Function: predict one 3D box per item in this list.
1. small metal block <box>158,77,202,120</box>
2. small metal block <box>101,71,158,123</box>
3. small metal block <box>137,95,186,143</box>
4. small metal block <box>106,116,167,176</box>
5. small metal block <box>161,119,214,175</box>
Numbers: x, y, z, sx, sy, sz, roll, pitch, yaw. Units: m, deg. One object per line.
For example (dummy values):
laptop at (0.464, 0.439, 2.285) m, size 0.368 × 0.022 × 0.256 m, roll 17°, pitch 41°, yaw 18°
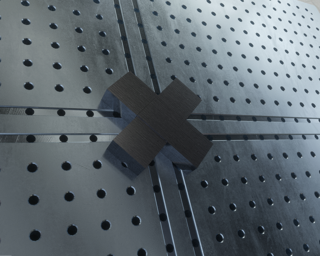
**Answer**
small metal block at (0.025, -0.037, 0.445) m, size 0.050 × 0.025 × 0.050 m, roll 42°, pitch 51°, yaw 0°
small metal block at (-0.040, -0.041, 0.413) m, size 0.050 × 0.025 × 0.050 m, roll 42°, pitch 51°, yaw 0°
small metal block at (-0.002, -0.008, 0.412) m, size 0.050 × 0.025 × 0.050 m, roll 42°, pitch 51°, yaw 0°
small metal block at (-0.028, 0.021, 0.381) m, size 0.050 × 0.025 × 0.050 m, roll 42°, pitch 51°, yaw 0°
small metal block at (0.036, 0.025, 0.413) m, size 0.050 × 0.025 × 0.050 m, roll 42°, pitch 51°, yaw 0°
